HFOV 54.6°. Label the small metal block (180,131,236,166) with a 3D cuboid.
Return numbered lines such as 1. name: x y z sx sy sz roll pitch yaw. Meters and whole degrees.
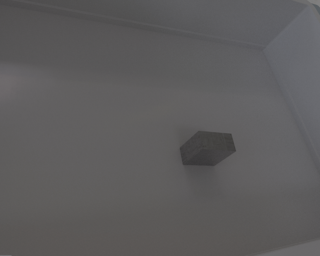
1. small metal block: 0.061 0.028 0.405 0.050 0.050 0.025 5 60 -26
